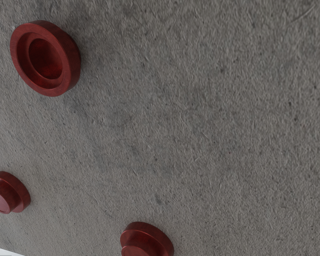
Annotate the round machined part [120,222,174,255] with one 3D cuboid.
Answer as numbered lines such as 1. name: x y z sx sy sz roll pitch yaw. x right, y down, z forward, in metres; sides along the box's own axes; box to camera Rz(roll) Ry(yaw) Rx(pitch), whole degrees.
1. round machined part: -0.028 0.216 0.545 0.098 0.042 0.097 13 124 21

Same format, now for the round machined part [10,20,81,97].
1. round machined part: -0.147 -0.095 0.415 0.098 0.042 0.097 13 124 21

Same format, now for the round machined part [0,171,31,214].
1. round machined part: -0.329 0.144 0.659 0.098 0.042 0.097 13 124 21
